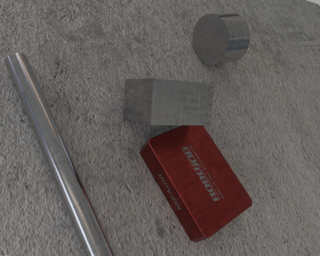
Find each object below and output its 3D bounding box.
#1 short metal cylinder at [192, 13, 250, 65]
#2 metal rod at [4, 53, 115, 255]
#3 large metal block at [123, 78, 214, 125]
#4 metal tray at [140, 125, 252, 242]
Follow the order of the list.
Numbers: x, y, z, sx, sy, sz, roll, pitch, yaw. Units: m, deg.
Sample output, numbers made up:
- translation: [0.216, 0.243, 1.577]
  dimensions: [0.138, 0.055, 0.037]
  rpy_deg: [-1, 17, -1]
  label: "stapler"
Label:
- translation: [0.100, -0.147, 0.512]
  dimensions: [0.050, 0.080, 0.080]
  rpy_deg: [-16, 70, -35]
  label: "short metal cylinder"
- translation: [-0.099, 0.047, 0.321]
  dimensions: [0.025, 0.025, 0.299]
  rpy_deg: [-18, 71, -35]
  label: "metal rod"
- translation: [0.008, -0.033, 0.384]
  dimensions: [0.081, 0.080, 0.050]
  rpy_deg: [0, 97, -28]
  label: "large metal block"
- translation: [0.045, 0.061, 0.388]
  dimensions: [0.091, 0.030, 0.130]
  rpy_deg: [-22, 73, -36]
  label: "metal tray"
